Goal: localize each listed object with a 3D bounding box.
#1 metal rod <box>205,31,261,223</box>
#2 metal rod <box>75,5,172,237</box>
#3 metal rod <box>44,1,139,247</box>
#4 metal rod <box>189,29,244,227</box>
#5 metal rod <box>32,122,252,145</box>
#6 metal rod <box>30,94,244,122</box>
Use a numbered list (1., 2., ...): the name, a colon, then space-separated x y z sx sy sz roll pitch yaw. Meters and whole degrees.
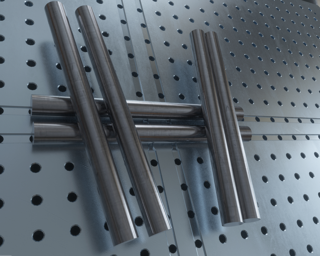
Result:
1. metal rod: 0.094 -0.021 0.440 0.025 0.025 0.299 9 58 -24
2. metal rod: -0.050 -0.025 0.364 0.025 0.025 0.299 -8 66 -32
3. metal rod: -0.083 -0.022 0.345 0.025 0.025 0.299 -8 66 -32
4. metal rod: 0.071 -0.020 0.427 0.025 0.025 0.299 9 58 -24
5. metal rod: -0.002 0.007 0.403 0.302 0.025 0.025 1 62 -28
6. metal rod: -0.010 -0.023 0.417 0.302 0.025 0.025 1 62 -28
